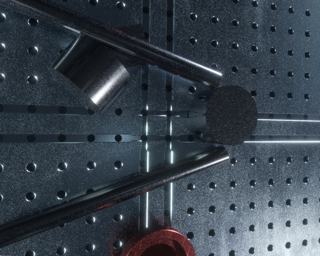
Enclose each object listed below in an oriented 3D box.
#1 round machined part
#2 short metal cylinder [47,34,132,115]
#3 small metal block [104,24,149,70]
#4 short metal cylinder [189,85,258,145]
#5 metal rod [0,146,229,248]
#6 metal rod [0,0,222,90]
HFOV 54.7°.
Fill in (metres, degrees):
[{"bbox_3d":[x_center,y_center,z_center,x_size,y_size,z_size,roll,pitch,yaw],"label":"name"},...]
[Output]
[{"bbox_3d":[-0.006,0.174,0.402,0.099,0.042,0.097,0,90,-20],"label":"round machined part"},{"bbox_3d":[-0.079,-0.059,0.354,0.080,0.080,0.050,43,77,-15],"label":"short metal cylinder"},{"bbox_3d":[-0.044,-0.101,0.396,0.050,0.025,0.050,-16,96,-19],"label":"small metal block"},{"bbox_3d":[0.087,-0.017,0.431,0.081,0.050,0.080,0,90,-20],"label":"short metal cylinder"},{"bbox_3d":[-0.045,0.079,0.396,0.302,0.025,0.025,-17,96,-19],"label":"metal rod"},{"bbox_3d":[-0.061,-0.107,0.363,0.302,0.025,0.025,18,84,-19],"label":"metal rod"}]
